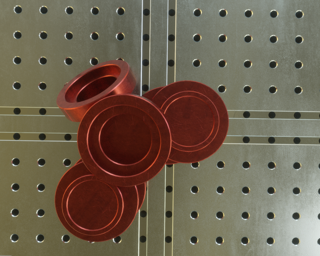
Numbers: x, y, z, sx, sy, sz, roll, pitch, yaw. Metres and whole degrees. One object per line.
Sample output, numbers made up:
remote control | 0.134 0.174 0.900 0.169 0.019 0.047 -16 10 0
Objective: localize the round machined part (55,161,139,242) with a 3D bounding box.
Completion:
round machined part | -0.074 0.085 0.362 0.099 0.042 0.097 0 90 0

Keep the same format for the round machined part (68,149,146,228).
round machined part | -0.067 0.075 0.384 0.099 0.042 0.097 0 90 0

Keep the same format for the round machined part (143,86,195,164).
round machined part | 0.010 -0.003 0.384 0.099 0.042 0.097 0 90 0

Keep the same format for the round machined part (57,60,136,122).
round machined part | -0.074 -0.040 0.385 0.098 0.098 0.042 -27 125 0

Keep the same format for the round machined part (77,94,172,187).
round machined part | -0.036 0.011 0.341 0.098 0.042 0.097 0 98 3

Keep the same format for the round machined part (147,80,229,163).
round machined part | 0.032 -0.007 0.362 0.099 0.042 0.097 0 89 0
